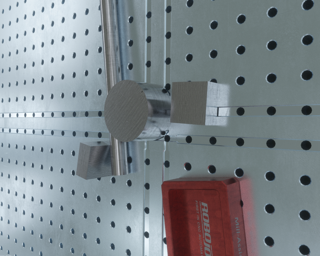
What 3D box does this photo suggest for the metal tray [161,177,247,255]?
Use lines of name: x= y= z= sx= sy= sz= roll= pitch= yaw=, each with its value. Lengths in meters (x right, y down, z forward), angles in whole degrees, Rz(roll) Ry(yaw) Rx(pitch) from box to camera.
metal tray: x=0.051 y=0.125 z=0.362 sx=0.090 sy=0.030 sz=0.129 roll=-9 pitch=84 yaw=39

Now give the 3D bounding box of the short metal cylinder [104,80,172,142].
short metal cylinder: x=-0.029 y=-0.022 z=0.415 sx=0.080 sy=0.050 sz=0.079 roll=0 pitch=90 yaw=39

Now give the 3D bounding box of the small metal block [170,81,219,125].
small metal block: x=0.041 y=-0.030 z=0.374 sx=0.050 sy=0.025 sz=0.050 roll=5 pitch=94 yaw=39

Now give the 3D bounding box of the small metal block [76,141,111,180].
small metal block: x=-0.096 y=0.048 z=0.469 sx=0.025 sy=0.050 sz=0.050 roll=15 pitch=99 yaw=39

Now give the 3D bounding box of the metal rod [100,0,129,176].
metal rod: x=-0.070 y=-0.080 z=0.464 sx=0.025 sy=0.025 sz=0.298 roll=-8 pitch=85 yaw=39
